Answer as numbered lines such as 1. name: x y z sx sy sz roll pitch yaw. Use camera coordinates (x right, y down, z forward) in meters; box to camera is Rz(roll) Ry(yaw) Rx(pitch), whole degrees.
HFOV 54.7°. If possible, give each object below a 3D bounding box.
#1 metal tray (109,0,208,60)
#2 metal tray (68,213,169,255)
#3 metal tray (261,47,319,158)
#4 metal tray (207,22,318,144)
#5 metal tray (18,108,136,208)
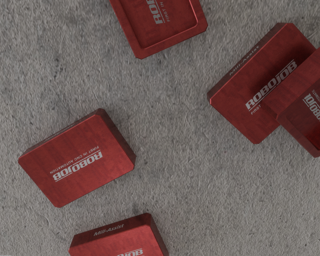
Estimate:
1. metal tray: -0.011 -0.155 0.349 0.090 0.030 0.129 -23 109 8
2. metal tray: -0.061 0.192 0.477 0.130 0.030 0.090 -19 109 6
3. metal tray: 0.190 -0.024 0.370 0.090 0.030 0.130 -46 131 15
4. metal tray: 0.136 -0.054 0.388 0.090 0.030 0.130 41 105 -14
5. metal tray: -0.110 0.043 0.422 0.130 0.030 0.090 -29 108 10
